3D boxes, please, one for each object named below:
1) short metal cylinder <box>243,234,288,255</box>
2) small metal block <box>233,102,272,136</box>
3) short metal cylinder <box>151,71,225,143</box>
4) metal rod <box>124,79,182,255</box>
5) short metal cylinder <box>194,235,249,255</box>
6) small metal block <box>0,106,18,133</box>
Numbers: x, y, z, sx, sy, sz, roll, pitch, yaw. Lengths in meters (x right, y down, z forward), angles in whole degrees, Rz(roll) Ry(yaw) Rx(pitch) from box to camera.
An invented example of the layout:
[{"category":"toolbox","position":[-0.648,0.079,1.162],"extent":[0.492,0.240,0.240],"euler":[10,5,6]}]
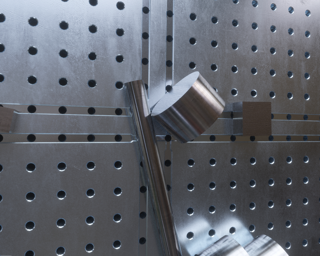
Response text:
[{"category":"short metal cylinder","position":[0.147,0.200,0.438],"extent":[0.050,0.080,0.080],"euler":[-26,99,-18]},{"category":"small metal block","position":[0.138,-0.014,0.463],"extent":[0.050,0.025,0.050],"euler":[-1,91,-20]},{"category":"short metal cylinder","position":[0.035,-0.026,0.396],"extent":[0.050,0.080,0.080],"euler":[46,76,-15]},{"category":"metal rod","position":[-0.002,0.085,0.411],"extent":[0.025,0.025,0.298],"euler":[-14,95,-20]},{"category":"short metal cylinder","position":[0.090,0.194,0.417],"extent":[0.050,0.080,0.080],"euler":[-26,99,-18]},{"category":"small metal block","position":[-0.184,-0.012,0.332],"extent":[0.050,0.050,0.025],"euler":[12,86,-20]}]
